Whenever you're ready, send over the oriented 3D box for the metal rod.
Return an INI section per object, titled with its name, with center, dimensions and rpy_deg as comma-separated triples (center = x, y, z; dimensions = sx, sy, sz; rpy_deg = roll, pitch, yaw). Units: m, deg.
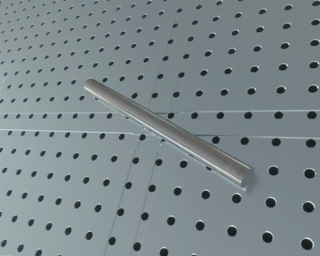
[metal rod]
center = -0.010, -0.008, 0.417
dimensions = 0.300, 0.025, 0.025
rpy_deg = 31, 79, 37
